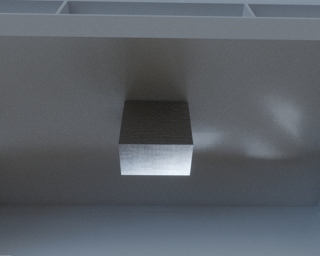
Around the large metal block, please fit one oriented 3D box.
[{"bbox_3d":[-0.005,0.011,0.379,0.080,0.080,0.050,1,130,-1],"label":"large metal block"}]
